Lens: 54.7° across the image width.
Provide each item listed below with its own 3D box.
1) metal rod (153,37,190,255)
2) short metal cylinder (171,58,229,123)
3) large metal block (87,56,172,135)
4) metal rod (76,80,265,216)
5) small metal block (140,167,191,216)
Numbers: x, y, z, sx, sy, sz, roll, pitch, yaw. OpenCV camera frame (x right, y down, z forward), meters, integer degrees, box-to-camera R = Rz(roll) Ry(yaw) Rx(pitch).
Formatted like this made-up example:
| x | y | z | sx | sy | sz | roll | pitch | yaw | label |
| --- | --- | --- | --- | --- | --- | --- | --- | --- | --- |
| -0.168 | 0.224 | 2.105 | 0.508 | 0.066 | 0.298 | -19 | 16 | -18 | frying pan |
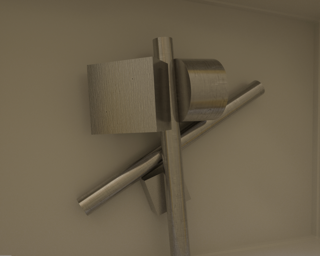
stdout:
| x | y | z | sx | sy | sz | roll | pitch | yaw | label |
| --- | --- | --- | --- | --- | --- | --- | --- | --- | --- |
| 0.016 | 0.038 | 0.388 | 0.025 | 0.025 | 0.298 | -5 | 91 | -20 | metal rod |
| 0.044 | -0.048 | 0.396 | 0.050 | 0.080 | 0.079 | -5 | 92 | -22 | short metal cylinder |
| -0.035 | -0.035 | 0.363 | 0.080 | 0.050 | 0.079 | -3 | 91 | 20 | large metal block |
| 0.027 | 0.018 | 0.419 | 0.302 | 0.025 | 0.025 | -33 | 101 | -17 | metal rod |
| 0.007 | 0.081 | 0.413 | 0.050 | 0.025 | 0.050 | -23 | 98 | -19 | small metal block |
